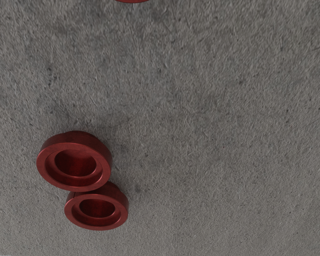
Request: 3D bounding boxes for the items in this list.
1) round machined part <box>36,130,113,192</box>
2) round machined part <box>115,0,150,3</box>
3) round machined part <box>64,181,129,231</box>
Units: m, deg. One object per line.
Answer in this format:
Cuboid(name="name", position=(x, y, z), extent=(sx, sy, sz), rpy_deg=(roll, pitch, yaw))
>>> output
Cuboid(name="round machined part", position=(-0.115, 0.042, 0.431), extent=(0.099, 0.042, 0.097), rpy_deg=(0, 130, 0))
Cuboid(name="round machined part", position=(-0.027, -0.155, 0.263), extent=(0.099, 0.042, 0.097), rpy_deg=(0, 130, 0))
Cuboid(name="round machined part", position=(-0.099, 0.120, 0.497), extent=(0.099, 0.042, 0.097), rpy_deg=(0, 130, 0))
